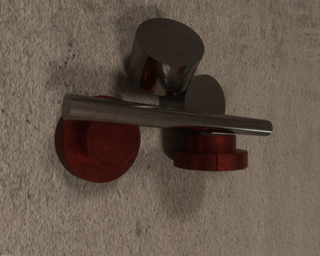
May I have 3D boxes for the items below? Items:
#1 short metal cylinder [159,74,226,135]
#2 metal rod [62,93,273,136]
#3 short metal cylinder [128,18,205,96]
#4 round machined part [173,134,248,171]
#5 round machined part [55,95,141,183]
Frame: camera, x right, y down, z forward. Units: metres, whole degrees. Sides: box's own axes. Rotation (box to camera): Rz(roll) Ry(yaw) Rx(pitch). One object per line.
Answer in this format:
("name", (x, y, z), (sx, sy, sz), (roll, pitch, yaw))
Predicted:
("short metal cylinder", (0.045, -0.031, 0.429), (0.081, 0.050, 0.079), (0, 90, -40))
("metal rod", (0.036, -0.009, 0.372), (0.302, 0.025, 0.025), (5, 87, -36))
("short metal cylinder", (0.006, -0.085, 0.369), (0.081, 0.050, 0.080), (8, 54, -12))
("round machined part", (0.067, 0.030, 0.416), (0.099, 0.098, 0.042), (-1, 91, -40))
("round machined part", (-0.061, 0.012, 0.344), (0.099, 0.042, 0.097), (0, 90, -40))
